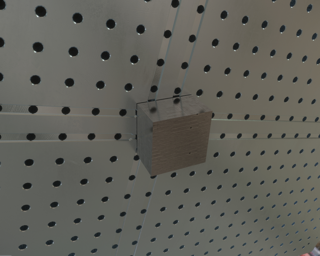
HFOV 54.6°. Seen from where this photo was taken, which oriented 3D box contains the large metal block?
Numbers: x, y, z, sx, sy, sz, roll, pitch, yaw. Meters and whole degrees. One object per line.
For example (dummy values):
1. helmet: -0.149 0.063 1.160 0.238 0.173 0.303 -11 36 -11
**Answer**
1. large metal block: 0.017 0.008 0.407 0.081 0.050 0.079 -12 124 -22
